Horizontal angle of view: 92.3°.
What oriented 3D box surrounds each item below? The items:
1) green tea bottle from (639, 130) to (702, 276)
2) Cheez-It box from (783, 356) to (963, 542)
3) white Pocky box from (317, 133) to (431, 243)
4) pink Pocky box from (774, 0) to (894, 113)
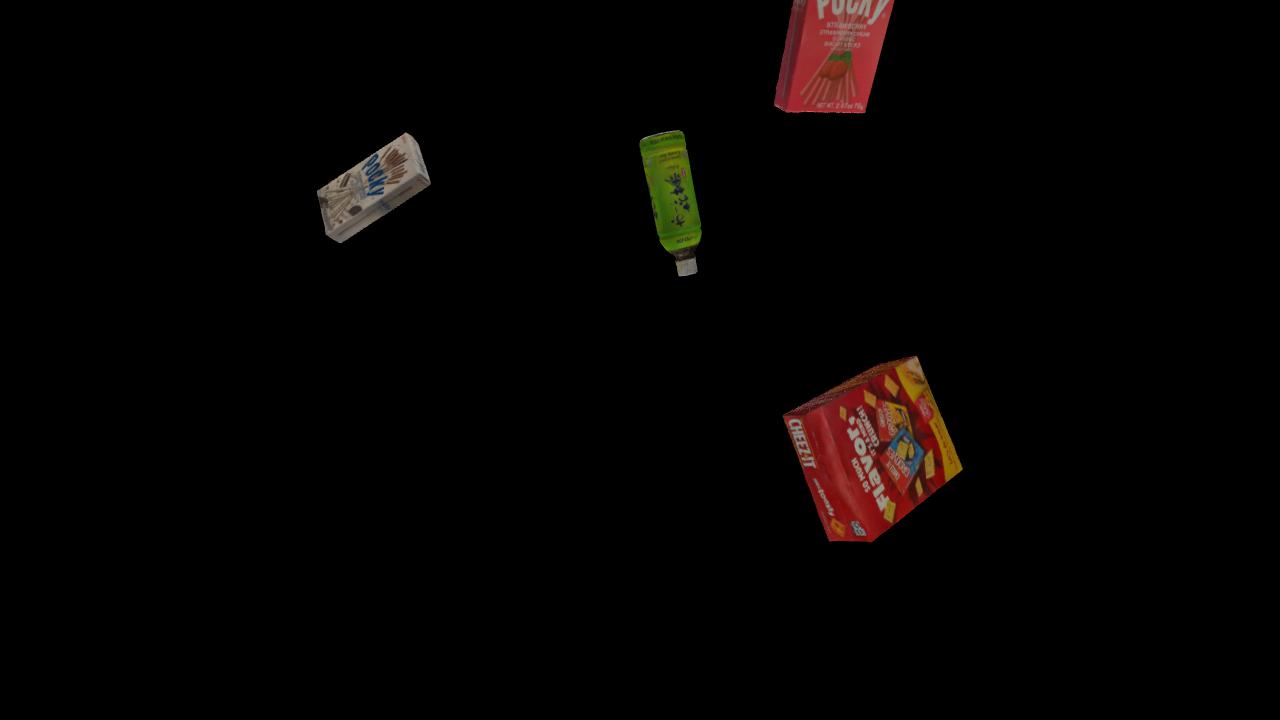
[{"bbox_3d":[0.054,-0.234,0.935,0.073,0.212,0.073,-14,13,3],"label":"green tea bottle"},{"bbox_3d":[0.296,0.105,0.770,0.223,0.166,0.071,-20,-2,-36],"label":"Cheez-It box"},{"bbox_3d":[-0.354,-0.228,0.816,0.154,0.084,0.028,-29,-26,9],"label":"white Pocky box"},{"bbox_3d":[0.173,-0.296,0.530,0.084,0.155,0.029,-5,35,-15],"label":"pink Pocky box"}]
